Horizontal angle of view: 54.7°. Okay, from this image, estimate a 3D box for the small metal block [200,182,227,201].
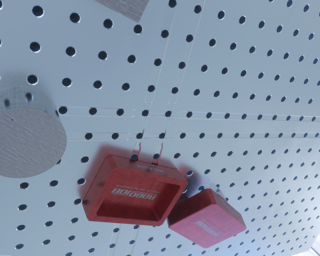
[{"bbox_3d":[0.088,0.131,0.543,0.050,0.025,0.050,-36,130,-4],"label":"small metal block"}]

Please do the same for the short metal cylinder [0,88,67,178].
[{"bbox_3d":[-0.143,0.005,0.321,0.081,0.050,0.079,-14,124,-21],"label":"short metal cylinder"}]

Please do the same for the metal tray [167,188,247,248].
[{"bbox_3d":[0.082,0.161,0.538,0.090,0.030,0.130,-33,132,16],"label":"metal tray"}]

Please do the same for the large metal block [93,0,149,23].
[{"bbox_3d":[-0.044,-0.154,0.277,0.081,0.050,0.080,17,110,-35],"label":"large metal block"}]

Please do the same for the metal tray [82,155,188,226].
[{"bbox_3d":[-0.033,0.095,0.450,0.131,0.030,0.089,18,109,-36],"label":"metal tray"}]
